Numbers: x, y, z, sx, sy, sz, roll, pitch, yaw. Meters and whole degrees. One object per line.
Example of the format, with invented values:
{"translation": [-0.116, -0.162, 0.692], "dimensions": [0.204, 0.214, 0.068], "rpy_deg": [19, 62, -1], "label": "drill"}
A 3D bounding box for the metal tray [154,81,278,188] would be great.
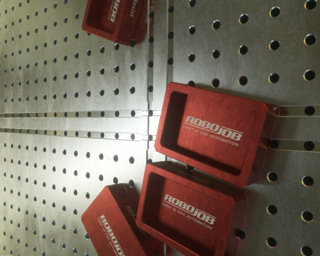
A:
{"translation": [0.058, 0.002, 0.359], "dimensions": [0.130, 0.030, 0.089], "rpy_deg": [20, 103, 38], "label": "metal tray"}

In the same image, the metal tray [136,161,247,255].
{"translation": [0.032, 0.102, 0.380], "dimensions": [0.130, 0.030, 0.089], "rpy_deg": [17, 101, 38], "label": "metal tray"}

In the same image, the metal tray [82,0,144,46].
{"translation": [-0.065, -0.198, 0.460], "dimensions": [0.090, 0.030, 0.129], "rpy_deg": [29, 108, 36], "label": "metal tray"}

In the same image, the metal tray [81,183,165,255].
{"translation": [-0.059, 0.159, 0.457], "dimensions": [0.090, 0.030, 0.130], "rpy_deg": [-51, 60, 28], "label": "metal tray"}
